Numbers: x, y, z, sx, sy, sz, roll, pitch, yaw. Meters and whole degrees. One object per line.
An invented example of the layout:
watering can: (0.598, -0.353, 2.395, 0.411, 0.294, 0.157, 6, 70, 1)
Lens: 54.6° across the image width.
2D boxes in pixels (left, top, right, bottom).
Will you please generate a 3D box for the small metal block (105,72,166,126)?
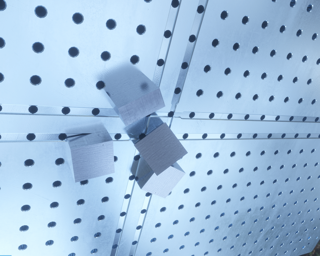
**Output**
small metal block: (-0.029, -0.034, 0.357, 0.050, 0.050, 0.025, -28, 128, -11)

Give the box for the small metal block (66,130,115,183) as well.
small metal block: (-0.085, 0.035, 0.386, 0.050, 0.025, 0.050, -12, 124, -22)

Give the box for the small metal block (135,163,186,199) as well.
small metal block: (0.001, 0.070, 0.454, 0.050, 0.025, 0.050, 30, 101, -38)

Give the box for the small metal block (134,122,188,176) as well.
small metal block: (0.000, 0.027, 0.412, 0.050, 0.025, 0.050, -37, 95, -4)
